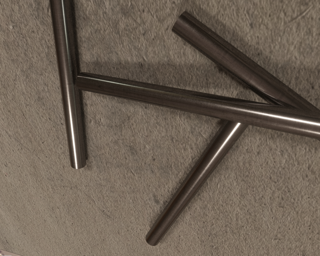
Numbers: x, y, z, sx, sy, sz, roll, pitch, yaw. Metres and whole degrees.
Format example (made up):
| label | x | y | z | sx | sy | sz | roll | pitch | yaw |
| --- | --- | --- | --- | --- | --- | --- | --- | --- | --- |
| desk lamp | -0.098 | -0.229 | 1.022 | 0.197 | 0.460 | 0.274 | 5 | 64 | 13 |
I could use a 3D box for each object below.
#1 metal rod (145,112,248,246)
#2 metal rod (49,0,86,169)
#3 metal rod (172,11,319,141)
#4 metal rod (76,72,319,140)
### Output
| label | x | y | z | sx | sy | sz | roll | pitch | yaw |
| --- | --- | --- | --- | --- | --- | --- | --- | --- | --- |
| metal rod | 0.041 | 0.085 | 0.436 | 0.025 | 0.025 | 0.298 | 32 | 128 | 7 |
| metal rod | -0.126 | -0.065 | 0.430 | 0.025 | 0.025 | 0.298 | 16 | 125 | 18 |
| metal rod | 0.139 | -0.021 | 0.319 | 0.300 | 0.025 | 0.025 | 37 | 129 | 2 |
| metal rod | 0.026 | -0.032 | 0.353 | 0.301 | 0.025 | 0.025 | 14 | 124 | 27 |
